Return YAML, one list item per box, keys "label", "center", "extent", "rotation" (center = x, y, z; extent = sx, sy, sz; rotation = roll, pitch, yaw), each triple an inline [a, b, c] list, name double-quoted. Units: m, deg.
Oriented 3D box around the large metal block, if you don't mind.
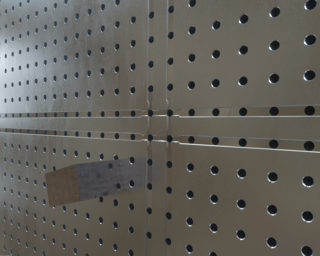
- label: "large metal block"
  center: [-0.113, 0.083, 0.468]
  extent: [0.080, 0.081, 0.050]
  rotation: [-19, 78, 38]
